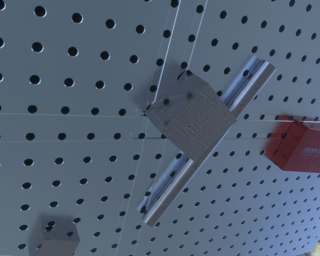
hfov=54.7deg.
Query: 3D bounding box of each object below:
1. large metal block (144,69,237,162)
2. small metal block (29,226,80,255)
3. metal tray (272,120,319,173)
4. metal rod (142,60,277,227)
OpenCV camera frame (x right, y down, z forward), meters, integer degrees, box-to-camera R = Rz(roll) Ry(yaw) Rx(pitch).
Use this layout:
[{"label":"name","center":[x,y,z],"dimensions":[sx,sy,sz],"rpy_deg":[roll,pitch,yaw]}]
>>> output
[{"label":"large metal block","center":[0.041,-0.015,0.408],"dimensions":[0.080,0.050,0.080],"rpy_deg":[-45,129,3]},{"label":"small metal block","center":[-0.148,0.167,0.434],"dimensions":[0.050,0.025,0.050],"rpy_deg":[17,109,-35]},{"label":"metal tray","center":[0.283,0.039,0.586],"dimensions":[0.131,0.030,0.089],"rpy_deg":[8,114,-32]},{"label":"metal rod","center":[0.068,0.029,0.466],"dimensions":[0.025,0.025,0.299],"rpy_deg":[28,103,-38]}]
